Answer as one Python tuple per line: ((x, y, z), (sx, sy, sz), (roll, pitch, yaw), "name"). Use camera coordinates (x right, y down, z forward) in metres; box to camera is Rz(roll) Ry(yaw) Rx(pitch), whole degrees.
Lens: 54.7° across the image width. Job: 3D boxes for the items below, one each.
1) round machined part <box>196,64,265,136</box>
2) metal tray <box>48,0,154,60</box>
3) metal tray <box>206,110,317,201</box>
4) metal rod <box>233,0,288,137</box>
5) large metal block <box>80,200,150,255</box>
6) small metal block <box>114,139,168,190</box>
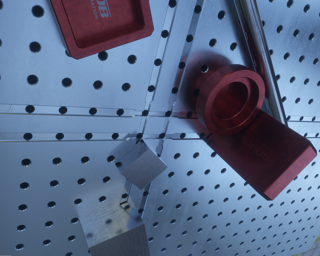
((0.091, -0.041, 0.427), (0.099, 0.042, 0.097), (-14, 124, -21), "round machined part")
((-0.062, -0.140, 0.287), (0.091, 0.030, 0.129), (-23, 127, -15), "metal tray")
((0.136, 0.027, 0.436), (0.090, 0.130, 0.030), (-47, 129, 5), "metal tray")
((0.150, -0.082, 0.444), (0.025, 0.025, 0.299), (-37, 130, -4), "metal rod")
((-0.065, 0.168, 0.465), (0.081, 0.050, 0.079), (-18, 126, -18), "large metal block")
((-0.026, 0.051, 0.431), (0.050, 0.025, 0.050), (-41, 130, -1), "small metal block")
